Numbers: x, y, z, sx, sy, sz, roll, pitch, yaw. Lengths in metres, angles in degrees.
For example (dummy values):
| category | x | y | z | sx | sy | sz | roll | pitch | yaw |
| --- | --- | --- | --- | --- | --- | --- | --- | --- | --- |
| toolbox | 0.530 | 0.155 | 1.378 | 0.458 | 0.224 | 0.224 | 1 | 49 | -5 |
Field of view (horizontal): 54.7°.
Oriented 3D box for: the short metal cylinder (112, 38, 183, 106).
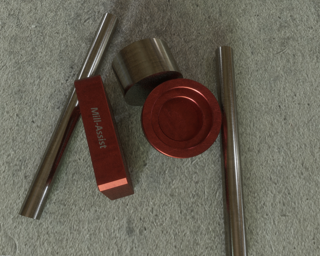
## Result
| category | x | y | z | sx | sy | sz | roll | pitch | yaw |
| --- | --- | --- | --- | --- | --- | --- | --- | --- | --- |
| short metal cylinder | -0.017 | -0.071 | 0.405 | 0.080 | 0.080 | 0.050 | -21 | 71 | -7 |

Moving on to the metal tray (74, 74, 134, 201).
| category | x | y | z | sx | sy | sz | roll | pitch | yaw |
| --- | --- | --- | --- | --- | --- | --- | --- | --- | --- |
| metal tray | -0.064 | 0.014 | 0.367 | 0.030 | 0.090 | 0.130 | -16 | 71 | -5 |

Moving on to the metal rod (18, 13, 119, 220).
| category | x | y | z | sx | sy | sz | roll | pitch | yaw |
| --- | --- | --- | --- | --- | --- | --- | --- | --- | --- |
| metal rod | -0.115 | -0.029 | 0.417 | 0.025 | 0.025 | 0.299 | 15 | 71 | 5 |

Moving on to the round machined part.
| category | x | y | z | sx | sy | sz | roll | pitch | yaw |
| --- | --- | --- | --- | --- | --- | --- | --- | --- | --- |
| round machined part | 0.025 | -0.011 | 0.394 | 0.099 | 0.042 | 0.097 | 1 | 85 | -8 |

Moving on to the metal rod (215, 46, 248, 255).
| category | x | y | z | sx | sy | sz | roll | pitch | yaw |
| --- | --- | --- | --- | --- | --- | --- | --- | --- | --- |
| metal rod | 0.090 | 0.028 | 0.398 | 0.025 | 0.025 | 0.299 | 1 | 70 | 0 |
